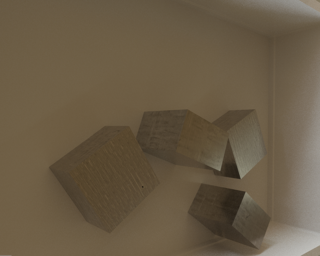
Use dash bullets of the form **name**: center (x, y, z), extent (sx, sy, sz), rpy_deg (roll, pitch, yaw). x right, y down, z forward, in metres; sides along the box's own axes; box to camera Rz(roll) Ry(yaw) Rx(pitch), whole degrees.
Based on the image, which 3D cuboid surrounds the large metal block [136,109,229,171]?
- **large metal block**: center (0.027, 0.016, 0.396), extent (0.080, 0.080, 0.050), rpy_deg (26, 74, -37)

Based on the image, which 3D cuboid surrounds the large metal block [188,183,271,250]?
- **large metal block**: center (0.103, 0.130, 0.460), extent (0.080, 0.080, 0.050), rpy_deg (45, 63, -31)

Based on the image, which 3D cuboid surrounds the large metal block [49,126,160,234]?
- **large metal block**: center (-0.058, 0.053, 0.343), extent (0.080, 0.050, 0.080), rpy_deg (-41, 115, -33)

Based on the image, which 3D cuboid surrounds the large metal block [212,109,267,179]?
- **large metal block**: center (0.119, 0.023, 0.493), extent (0.081, 0.050, 0.080), rpy_deg (-32, 110, -36)
